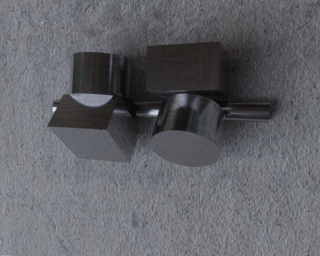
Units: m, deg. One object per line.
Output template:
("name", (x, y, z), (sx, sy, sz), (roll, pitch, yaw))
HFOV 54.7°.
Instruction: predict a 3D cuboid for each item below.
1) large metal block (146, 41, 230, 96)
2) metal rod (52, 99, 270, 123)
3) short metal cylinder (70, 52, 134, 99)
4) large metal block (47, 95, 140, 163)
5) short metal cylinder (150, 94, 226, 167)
("large metal block", (0.037, -0.065, 0.367), (0.080, 0.080, 0.050), (2, 91, 20))
("metal rod", (-0.012, -0.025, 0.416), (0.301, 0.025, 0.025), (3, 91, 19))
("short metal cylinder", (-0.076, -0.066, 0.407), (0.080, 0.080, 0.050), (4, 92, 20))
("large metal block", (-0.082, 0.002, 0.403), (0.080, 0.080, 0.050), (3, 57, 19))
("short metal cylinder", (0.033, 0.005, 0.363), (0.080, 0.080, 0.050), (2, 56, 20))
